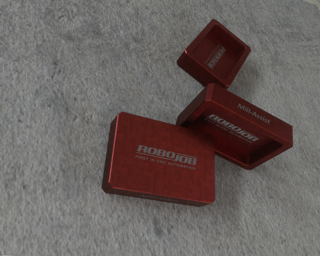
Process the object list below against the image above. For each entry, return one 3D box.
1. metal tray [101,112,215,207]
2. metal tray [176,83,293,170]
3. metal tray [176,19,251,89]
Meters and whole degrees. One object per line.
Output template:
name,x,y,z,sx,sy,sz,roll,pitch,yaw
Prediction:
metal tray,0.003,0.040,0.372,0.131,0.030,0.090,14,63,-21
metal tray,0.096,0.003,0.413,0.131,0.090,0.030,26,53,-13
metal tray,0.096,-0.124,0.529,0.090,0.030,0.130,39,51,-3
